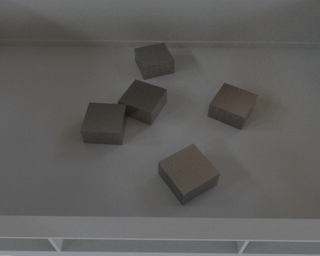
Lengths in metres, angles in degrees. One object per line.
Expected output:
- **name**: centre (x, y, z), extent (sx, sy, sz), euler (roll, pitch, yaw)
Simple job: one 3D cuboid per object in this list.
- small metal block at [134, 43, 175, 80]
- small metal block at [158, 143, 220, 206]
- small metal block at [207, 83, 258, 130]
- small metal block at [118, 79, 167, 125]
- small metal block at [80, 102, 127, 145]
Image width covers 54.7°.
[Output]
- **small metal block**: centre (-0.009, -0.108, 0.495), extent (0.050, 0.025, 0.050), euler (-15, 52, -12)
- **small metal block**: centre (0.033, 0.053, 0.361), extent (0.050, 0.025, 0.050), euler (-26, 55, -20)
- **small metal block**: centre (0.101, -0.031, 0.432), extent (0.050, 0.025, 0.050), euler (25, 54, 19)
- **small metal block**: centre (-0.023, -0.037, 0.436), extent (0.050, 0.025, 0.050), euler (20, 53, 16)
- **small metal block**: centre (-0.072, -0.006, 0.409), extent (0.050, 0.025, 0.050), euler (3, 50, 2)
